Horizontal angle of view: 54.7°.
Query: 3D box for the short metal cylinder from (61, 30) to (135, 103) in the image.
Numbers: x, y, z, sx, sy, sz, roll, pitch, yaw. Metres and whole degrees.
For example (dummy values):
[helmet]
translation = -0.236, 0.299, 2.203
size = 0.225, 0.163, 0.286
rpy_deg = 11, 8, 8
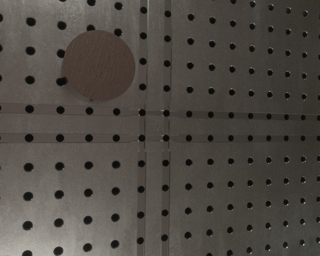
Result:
[short metal cylinder]
translation = -0.075, -0.071, 0.372
size = 0.081, 0.050, 0.079
rpy_deg = 0, 90, -20
